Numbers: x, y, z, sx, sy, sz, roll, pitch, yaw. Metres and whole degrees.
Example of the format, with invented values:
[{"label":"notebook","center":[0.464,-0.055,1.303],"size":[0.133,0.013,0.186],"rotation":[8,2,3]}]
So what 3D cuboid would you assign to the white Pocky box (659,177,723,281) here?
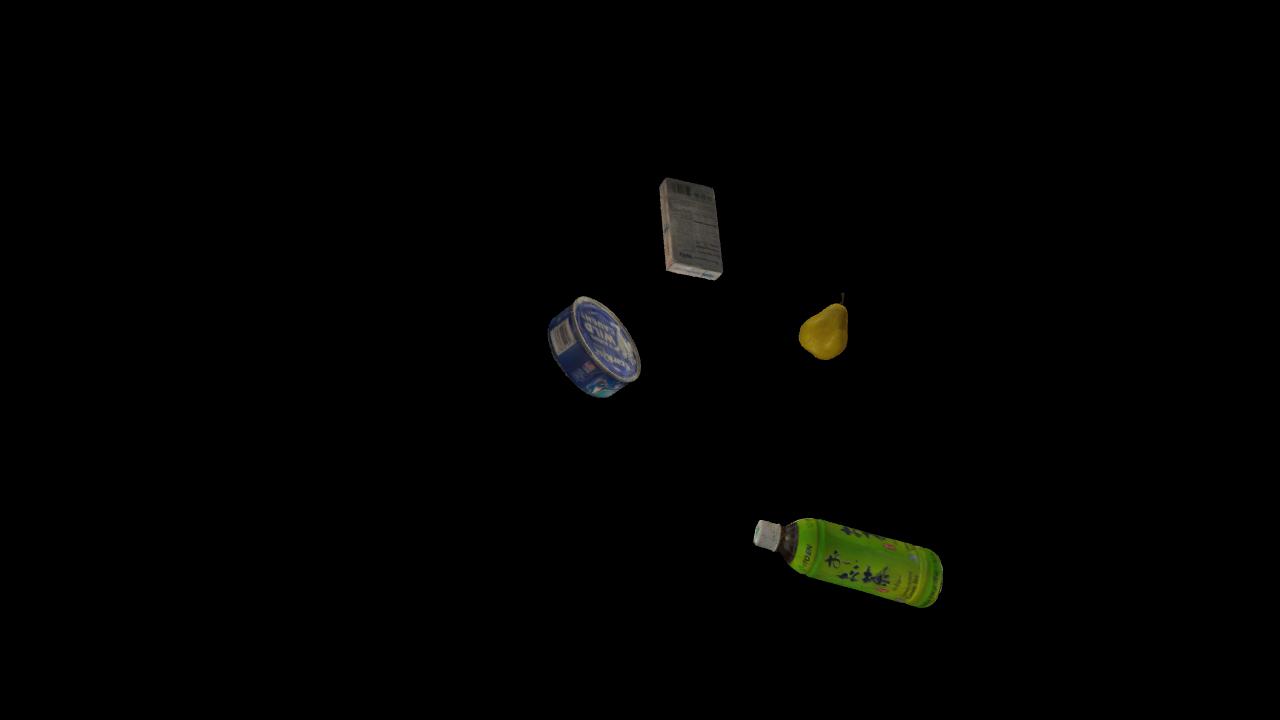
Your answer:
[{"label":"white Pocky box","center":[0.075,-0.195,0.907],"size":[0.084,0.154,0.028],"rotation":[7,-26,-22]}]

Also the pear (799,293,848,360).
[{"label":"pear","center":[0.321,-0.056,1.030],"size":[0.080,0.111,0.080],"rotation":[31,19,-12]}]

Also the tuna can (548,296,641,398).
[{"label":"tuna can","center":[-0.038,-0.010,0.521],"size":[0.034,0.084,0.084],"rotation":[-35,-15,23]}]

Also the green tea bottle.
[{"label":"green tea bottle","center":[0.241,0.233,0.729],"size":[0.212,0.073,0.073],"rotation":[13,0,2]}]
